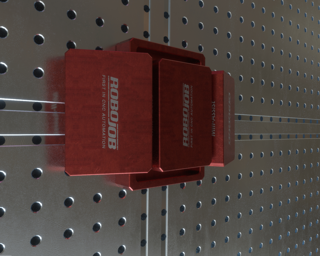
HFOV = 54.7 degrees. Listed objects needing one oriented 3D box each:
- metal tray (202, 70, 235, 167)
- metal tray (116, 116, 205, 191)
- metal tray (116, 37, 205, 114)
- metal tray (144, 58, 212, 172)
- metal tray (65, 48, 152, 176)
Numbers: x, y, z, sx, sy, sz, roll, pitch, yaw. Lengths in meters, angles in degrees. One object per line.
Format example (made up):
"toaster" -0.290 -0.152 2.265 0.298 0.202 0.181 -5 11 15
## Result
"metal tray" 0.088 -0.013 0.457 0.090 0.030 0.129 -2 92 -67
"metal tray" 0.005 0.029 0.413 0.131 0.030 0.089 0 90 -40
"metal tray" 0.005 -0.061 0.412 0.131 0.030 0.089 0 90 -40
"metal tray" 0.024 -0.015 0.389 0.091 0.030 0.129 -1 91 -40
"metal tray" -0.056 -0.016 0.337 0.091 0.030 0.129 0 91 -14
